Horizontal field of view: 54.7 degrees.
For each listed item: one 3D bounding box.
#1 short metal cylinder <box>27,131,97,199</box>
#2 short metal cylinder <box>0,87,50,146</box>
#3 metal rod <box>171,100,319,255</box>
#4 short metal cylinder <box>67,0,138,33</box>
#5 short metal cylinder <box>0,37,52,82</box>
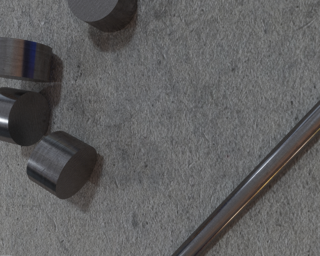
[{"bbox_3d":[-0.133,0.050,0.427,0.050,0.080,0.080,26,99,18],"label":"short metal cylinder"},{"bbox_3d":[-0.209,-0.017,0.453,0.050,0.080,0.079,11,94,19],"label":"short metal cylinder"},{"bbox_3d":[0.107,0.073,0.371,0.025,0.025,0.299,43,103,15],"label":"metal rod"},{"bbox_3d":[-0.078,-0.177,0.423,0.080,0.050,0.080,0,90,20],"label":"short metal cylinder"},{"bbox_3d":[-0.201,-0.097,0.451,0.080,0.080,0.050,7,93,20],"label":"short metal cylinder"}]
